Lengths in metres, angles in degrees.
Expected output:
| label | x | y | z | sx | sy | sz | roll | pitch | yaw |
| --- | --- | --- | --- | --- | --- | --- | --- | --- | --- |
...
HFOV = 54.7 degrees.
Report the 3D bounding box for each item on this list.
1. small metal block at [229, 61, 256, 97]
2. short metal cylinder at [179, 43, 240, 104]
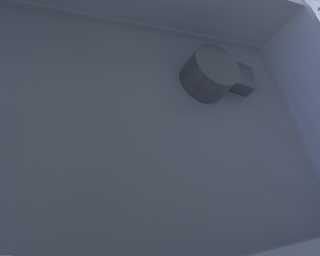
| label | x | y | z | sx | sy | sz | roll | pitch | yaw |
| --- | --- | --- | --- | --- | --- | --- | --- | --- | --- |
| small metal block | 0.133 | -0.086 | 0.532 | 0.050 | 0.025 | 0.050 | 15 | 56 | -21 |
| short metal cylinder | 0.077 | -0.085 | 0.485 | 0.081 | 0.050 | 0.080 | 14 | 56 | -21 |
